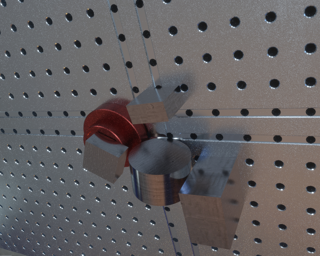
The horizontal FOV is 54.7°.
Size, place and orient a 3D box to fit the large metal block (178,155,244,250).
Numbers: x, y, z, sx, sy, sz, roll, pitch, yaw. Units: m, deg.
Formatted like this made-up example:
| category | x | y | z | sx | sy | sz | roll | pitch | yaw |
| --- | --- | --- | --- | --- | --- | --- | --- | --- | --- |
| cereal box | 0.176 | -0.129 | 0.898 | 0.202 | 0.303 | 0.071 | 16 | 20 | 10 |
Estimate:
| category | x | y | z | sx | sy | sz | roll | pitch | yaw |
| --- | --- | --- | --- | --- | --- | --- | --- | --- | --- |
| large metal block | 0.069 | 0.091 | 0.395 | 0.050 | 0.080 | 0.080 | 0 | 118 | 28 |

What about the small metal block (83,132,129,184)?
| category | x | y | z | sx | sy | sz | roll | pitch | yaw |
| --- | --- | --- | --- | --- | --- | --- | --- | --- | --- |
| small metal block | -0.074 | 0.040 | 0.419 | 0.050 | 0.025 | 0.050 | 25 | 127 | 12 |

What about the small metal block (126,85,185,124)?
| category | x | y | z | sx | sy | sz | roll | pitch | yaw |
| --- | --- | --- | --- | --- | --- | --- | --- | --- | --- |
| small metal block | -0.005 | -0.029 | 0.379 | 0.050 | 0.050 | 0.025 | -4 | 116 | 30 |

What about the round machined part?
| category | x | y | z | sx | sy | sz | roll | pitch | yaw |
| --- | --- | --- | --- | --- | --- | --- | --- | --- | --- |
| round machined part | -0.070 | 0.017 | 0.446 | 0.098 | 0.042 | 0.097 | 13 | 124 | 20 |

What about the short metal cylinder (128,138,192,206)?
| category | x | y | z | sx | sy | sz | roll | pitch | yaw |
| --- | --- | --- | --- | --- | --- | --- | --- | --- | --- |
| short metal cylinder | 0.001 | 0.056 | 0.408 | 0.080 | 0.080 | 0.050 | 10 | 123 | 22 |
